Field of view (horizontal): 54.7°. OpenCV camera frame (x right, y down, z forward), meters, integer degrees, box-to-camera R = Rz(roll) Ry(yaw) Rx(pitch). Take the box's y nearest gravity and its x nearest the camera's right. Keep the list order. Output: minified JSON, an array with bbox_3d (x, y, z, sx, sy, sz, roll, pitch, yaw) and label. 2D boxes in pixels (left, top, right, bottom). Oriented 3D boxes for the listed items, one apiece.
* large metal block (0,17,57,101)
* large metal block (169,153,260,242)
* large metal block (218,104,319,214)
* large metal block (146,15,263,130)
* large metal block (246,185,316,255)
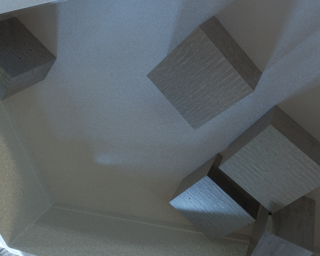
[{"bbox_3d":[-0.206,-0.096,0.423,0.080,0.080,0.050,46,129,-4],"label":"large metal block"},{"bbox_3d":[0.074,0.093,0.411,0.080,0.050,0.080,43,129,-2],"label":"large metal block"},{"bbox_3d":[0.127,0.035,0.345,0.080,0.050,0.080,41,127,0],"label":"large metal block"},{"bbox_3d":[0.047,-0.057,0.332,0.080,0.050,0.080,48,129,-6],"label":"large metal block"},{"bbox_3d":[0.145,0.131,0.377,0.050,0.080,0.079,22,127,15],"label":"large metal block"}]
